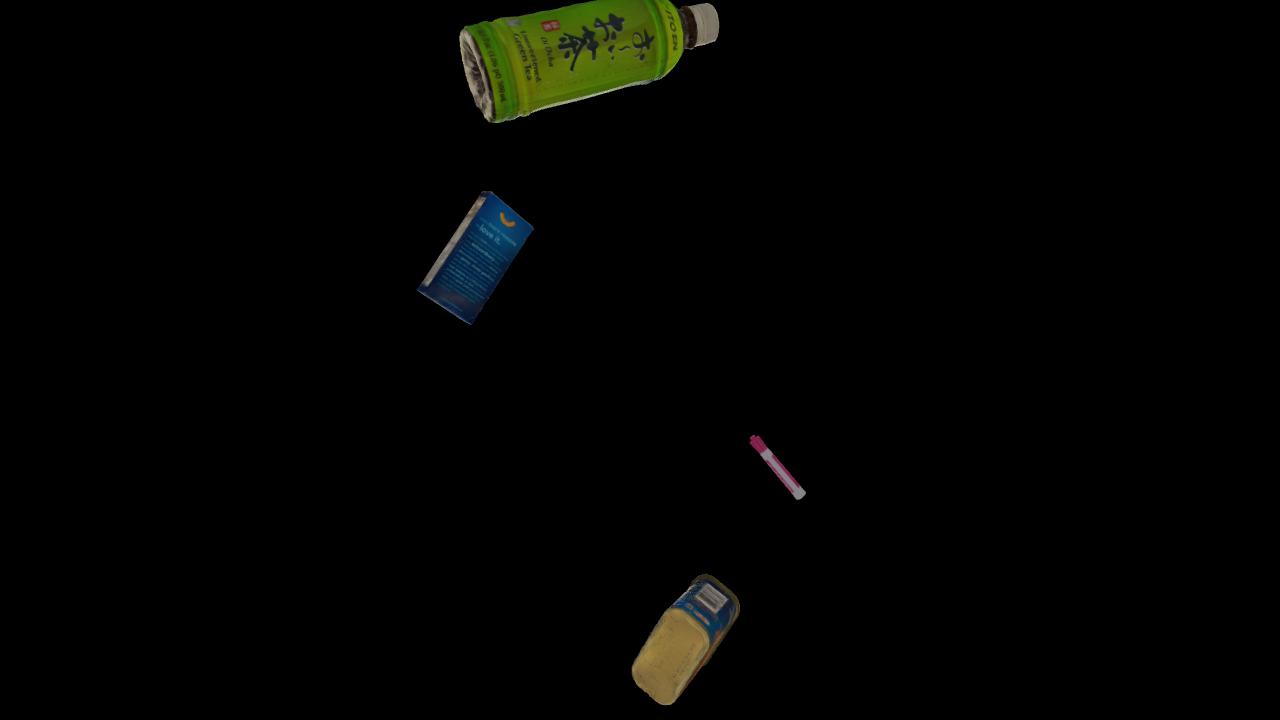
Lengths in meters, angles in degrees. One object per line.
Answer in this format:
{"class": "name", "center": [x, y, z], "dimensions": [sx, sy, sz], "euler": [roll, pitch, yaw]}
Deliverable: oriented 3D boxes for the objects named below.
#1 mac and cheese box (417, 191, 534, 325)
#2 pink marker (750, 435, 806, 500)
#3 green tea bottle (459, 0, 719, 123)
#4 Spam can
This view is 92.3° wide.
{"class": "mac and cheese box", "center": [-0.251, -0.156, 0.947], "dimensions": [0.093, 0.184, 0.041], "euler": [38, -10, -39]}
{"class": "pink marker", "center": [0.213, 0.166, 0.960], "dimensions": [0.020, 0.121, 0.020], "euler": [-39, -1, -1]}
{"class": "green tea bottle", "center": [-0.033, -0.250, 0.495], "dimensions": [0.212, 0.073, 0.073], "euler": [-23, 8, -19]}
{"class": "Spam can", "center": [0.046, 0.278, 0.614], "dimensions": [0.058, 0.101, 0.085], "euler": [33, 16, 22]}
